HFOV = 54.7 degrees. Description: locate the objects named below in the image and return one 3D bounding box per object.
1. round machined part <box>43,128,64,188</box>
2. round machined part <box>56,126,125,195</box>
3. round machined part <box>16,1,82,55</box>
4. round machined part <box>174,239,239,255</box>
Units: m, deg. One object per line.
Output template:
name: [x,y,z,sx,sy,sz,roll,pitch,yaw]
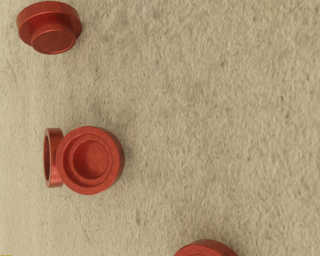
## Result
round machined part: [-0.165,0.048,0.512,0.098,0.042,0.097,3,93,63]
round machined part: [-0.098,0.046,0.456,0.098,0.042,0.097,0,89,13]
round machined part: [-0.174,-0.154,0.498,0.098,0.099,0.042,-29,73,36]
round machined part: [0.060,0.173,0.343,0.098,0.042,0.097,0,90,39]
